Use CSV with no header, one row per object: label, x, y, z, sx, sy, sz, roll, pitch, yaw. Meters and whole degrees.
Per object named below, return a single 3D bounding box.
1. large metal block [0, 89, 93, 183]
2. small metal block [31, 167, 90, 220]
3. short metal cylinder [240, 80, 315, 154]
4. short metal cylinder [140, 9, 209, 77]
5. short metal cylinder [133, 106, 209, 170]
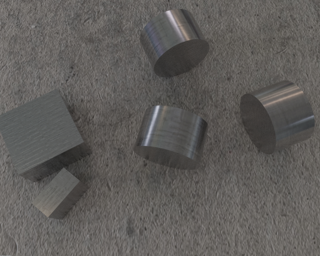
large metal block,-0.144,0.010,0.390,0.080,0.050,0.080,-28,73,-10
small metal block,-0.115,0.079,0.365,0.025,0.050,0.050,36,74,12
short metal cylinder,0.143,-0.013,0.385,0.050,0.080,0.080,-20,72,-7
short metal cylinder,0.019,-0.113,0.420,0.080,0.080,0.050,-21,72,-8
short metal cylinder,0.014,0.014,0.374,0.080,0.080,0.050,14,71,5
